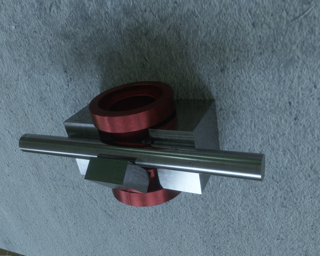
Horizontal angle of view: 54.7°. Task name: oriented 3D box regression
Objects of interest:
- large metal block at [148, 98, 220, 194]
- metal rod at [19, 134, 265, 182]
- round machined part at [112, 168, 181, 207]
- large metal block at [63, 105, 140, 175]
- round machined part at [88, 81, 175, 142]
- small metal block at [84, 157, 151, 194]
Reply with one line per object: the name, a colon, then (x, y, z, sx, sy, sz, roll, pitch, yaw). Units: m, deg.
large metal block: (0.034, 0.018, 0.366, 0.050, 0.080, 0.079, 4, 120, 26)
metal rod: (-0.042, 0.028, 0.344, 0.301, 0.025, 0.025, 3, 120, 26)
round machined part: (-0.017, 0.055, 0.404, 0.098, 0.098, 0.042, 5, 115, 26)
large metal block: (-0.073, 0.010, 0.418, 0.050, 0.080, 0.079, 4, 120, 26)
round machined part: (-0.030, -0.018, 0.366, 0.098, 0.098, 0.042, 4, 121, 26)
small metal block: (-0.046, 0.053, 0.344, 0.050, 0.025, 0.050, 3, 160, 29)
